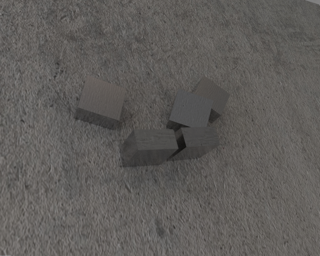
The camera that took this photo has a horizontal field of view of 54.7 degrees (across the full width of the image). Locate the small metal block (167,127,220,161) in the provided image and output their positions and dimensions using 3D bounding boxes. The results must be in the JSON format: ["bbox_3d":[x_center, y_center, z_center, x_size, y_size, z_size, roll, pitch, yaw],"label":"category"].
[{"bbox_3d":[0.039,0.021,0.395,0.050,0.050,0.025,-2,66,-29],"label":"small metal block"}]

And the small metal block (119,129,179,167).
[{"bbox_3d":[-0.014,0.024,0.365,0.050,0.050,0.025,0,62,-28],"label":"small metal block"}]

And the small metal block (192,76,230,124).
[{"bbox_3d":[0.073,-0.043,0.469,0.050,0.025,0.050,35,51,-5],"label":"small metal block"}]

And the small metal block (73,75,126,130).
[{"bbox_3d":[-0.074,-0.031,0.383,0.050,0.025,0.050,18,55,-18],"label":"small metal block"}]

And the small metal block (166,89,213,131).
[{"bbox_3d":[0.040,-0.019,0.425,0.050,0.025,0.050,19,65,-2],"label":"small metal block"}]
